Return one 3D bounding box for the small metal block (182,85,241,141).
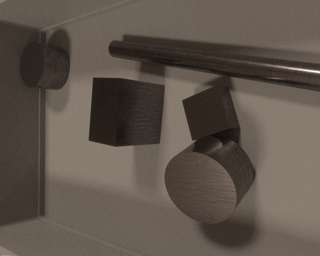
[{"bbox_3d":[0.058,-0.016,0.357,0.050,0.025,0.050,-22,76,37],"label":"small metal block"}]

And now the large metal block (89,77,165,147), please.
[{"bbox_3d":[-0.042,-0.021,0.403,0.050,0.081,0.079,8,96,39],"label":"large metal block"}]

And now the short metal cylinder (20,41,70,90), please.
[{"bbox_3d":[-0.208,-0.111,0.558,0.080,0.050,0.079,0,90,39],"label":"short metal cylinder"}]

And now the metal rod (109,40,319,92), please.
[{"bbox_3d":[0.046,-0.080,0.367,0.300,0.025,0.025,18,102,38],"label":"metal rod"}]

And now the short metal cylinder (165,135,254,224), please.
[{"bbox_3d":[0.052,0.053,0.332,0.080,0.050,0.079,13,115,30],"label":"short metal cylinder"}]
